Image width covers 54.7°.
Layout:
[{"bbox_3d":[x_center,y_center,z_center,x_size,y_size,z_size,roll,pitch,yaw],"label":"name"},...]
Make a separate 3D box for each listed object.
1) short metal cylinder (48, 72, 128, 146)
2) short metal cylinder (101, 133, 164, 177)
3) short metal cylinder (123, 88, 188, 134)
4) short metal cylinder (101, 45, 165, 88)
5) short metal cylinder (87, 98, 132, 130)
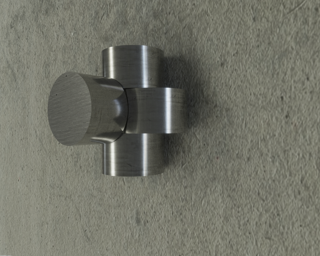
[{"bbox_3d":[-0.083,-0.021,0.351,0.080,0.050,0.079,0,90,39],"label":"short metal cylinder"},{"bbox_3d":[-0.035,0.031,0.397,0.080,0.081,0.050,0,90,39],"label":"short metal cylinder"},{"bbox_3d":[-0.007,-0.019,0.374,0.080,0.081,0.050,0,90,39],"label":"short metal cylinder"},{"bbox_3d":[-0.034,-0.071,0.397,0.080,0.081,0.050,-2,89,39],"label":"short metal cylinder"},{"bbox_3d":[-0.069,-0.019,0.425,0.080,0.081,0.050,-1,89,39],"label":"short metal cylinder"}]
